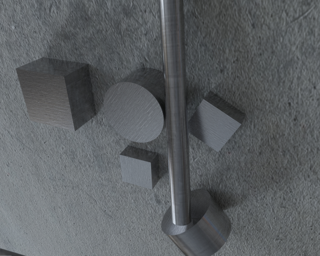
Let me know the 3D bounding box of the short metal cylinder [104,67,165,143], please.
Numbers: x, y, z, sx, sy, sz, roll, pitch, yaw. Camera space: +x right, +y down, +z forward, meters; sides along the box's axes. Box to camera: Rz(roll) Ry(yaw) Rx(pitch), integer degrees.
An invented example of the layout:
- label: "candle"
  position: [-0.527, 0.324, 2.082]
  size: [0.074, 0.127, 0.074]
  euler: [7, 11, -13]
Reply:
- label: "short metal cylinder"
  position: [-0.022, -0.029, 0.384]
  size: [0.080, 0.050, 0.079]
  euler: [13, 124, 21]

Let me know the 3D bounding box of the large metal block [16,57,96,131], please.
- label: "large metal block"
  position: [-0.143, -0.049, 0.436]
  size: [0.080, 0.050, 0.079]
  euler: [12, 124, 21]

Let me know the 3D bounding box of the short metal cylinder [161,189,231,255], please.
- label: "short metal cylinder"
  position: [0.049, 0.130, 0.423]
  size: [0.080, 0.080, 0.050]
  euler: [-26, 110, 37]

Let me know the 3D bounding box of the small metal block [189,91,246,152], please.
- label: "small metal block"
  position: [0.064, -0.007, 0.368]
  size: [0.050, 0.025, 0.050]
  euler: [35, 129, 5]

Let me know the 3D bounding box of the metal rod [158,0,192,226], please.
- label: "metal rod"
  position: [0.018, -0.026, 0.345]
  size: [0.025, 0.025, 0.298]
  euler: [5, 110, 26]

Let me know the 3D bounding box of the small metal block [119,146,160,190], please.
- label: "small metal block"
  position: [-0.029, 0.058, 0.459]
  size: [0.050, 0.025, 0.050]
  euler: [12, 123, 21]
